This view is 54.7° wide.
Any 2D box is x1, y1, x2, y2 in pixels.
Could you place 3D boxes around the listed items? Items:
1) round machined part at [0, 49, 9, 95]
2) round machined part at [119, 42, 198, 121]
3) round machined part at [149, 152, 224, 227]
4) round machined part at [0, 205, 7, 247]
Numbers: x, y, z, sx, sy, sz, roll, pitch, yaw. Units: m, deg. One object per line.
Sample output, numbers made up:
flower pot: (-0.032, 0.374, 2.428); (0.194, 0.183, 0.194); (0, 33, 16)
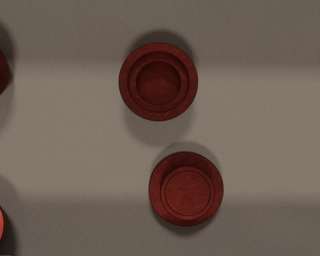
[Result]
round machined part: (-0.237, -0.072, 0.376); (0.099, 0.042, 0.097); (3, 84, -34)
round machined part: (-0.002, -0.057, 0.403); (0.099, 0.042, 0.097); (0, 90, -1)
round machined part: (0.034, 0.081, 0.403); (0.099, 0.042, 0.097); (0, 90, -1)
round machined part: (-0.245, 0.130, 0.387); (0.099, 0.042, 0.098); (6, 65, -14)
